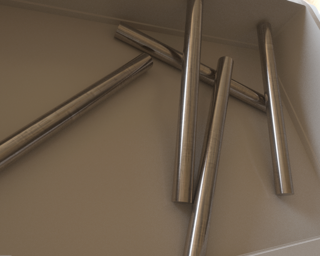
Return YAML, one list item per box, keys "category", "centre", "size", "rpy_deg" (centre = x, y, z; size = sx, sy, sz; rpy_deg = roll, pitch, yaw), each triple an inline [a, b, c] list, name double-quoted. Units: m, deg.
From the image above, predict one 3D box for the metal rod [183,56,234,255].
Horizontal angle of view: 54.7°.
- category: "metal rod"
  centre: [0.071, 0.019, 0.416]
  size: [0.025, 0.025, 0.300]
  rpy_deg: [24, 58, -14]

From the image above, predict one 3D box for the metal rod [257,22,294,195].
- category: "metal rod"
  centre: [0.184, -0.043, 0.502]
  size: [0.025, 0.025, 0.299]
  rpy_deg: [11, 67, -23]

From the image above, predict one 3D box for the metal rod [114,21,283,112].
- category: "metal rod"
  centre: [0.070, -0.089, 0.499]
  size: [0.302, 0.025, 0.025]
  rpy_deg: [24, 53, -14]

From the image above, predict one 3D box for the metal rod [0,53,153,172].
- category: "metal rod"
  centre: [-0.106, -0.019, 0.361]
  size: [0.025, 0.025, 0.302]
  rpy_deg: [45, 51, 3]

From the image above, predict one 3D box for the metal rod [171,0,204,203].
- category: "metal rod"
  centre: [0.040, -0.052, 0.417]
  size: [0.025, 0.025, 0.299]
  rpy_deg: [13, 69, -21]
